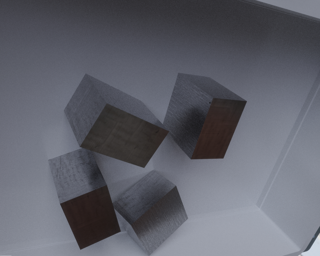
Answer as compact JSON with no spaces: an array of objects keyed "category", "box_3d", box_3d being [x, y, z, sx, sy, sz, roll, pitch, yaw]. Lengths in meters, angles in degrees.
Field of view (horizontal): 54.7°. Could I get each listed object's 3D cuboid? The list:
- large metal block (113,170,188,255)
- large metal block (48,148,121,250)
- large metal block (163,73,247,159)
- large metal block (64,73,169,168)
[{"category":"large metal block","box_3d":[-0.013,0.123,0.451,0.080,0.050,0.080,-37,131,-22]},{"category":"large metal block","box_3d":[-0.091,0.082,0.375,0.050,0.080,0.079,-20,126,-17]},{"category":"large metal block","box_3d":[0.052,-0.016,0.393,0.050,0.080,0.079,2,117,-30]},{"category":"large metal block","box_3d":[-0.050,-0.008,0.342,0.080,0.080,0.050,24,105,-37]}]
